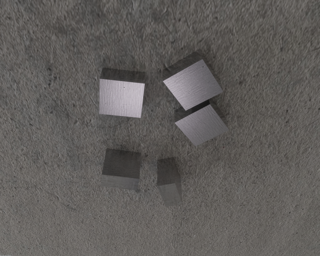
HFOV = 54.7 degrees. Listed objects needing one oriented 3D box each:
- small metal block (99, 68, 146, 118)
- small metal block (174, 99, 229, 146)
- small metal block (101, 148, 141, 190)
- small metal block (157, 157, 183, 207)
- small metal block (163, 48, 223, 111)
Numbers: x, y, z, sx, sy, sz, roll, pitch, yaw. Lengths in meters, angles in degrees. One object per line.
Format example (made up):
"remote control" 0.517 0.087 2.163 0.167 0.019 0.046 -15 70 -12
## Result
"small metal block" -0.045 -0.042 0.371 0.050 0.025 0.050 6 130 -5
"small metal block" 0.053 -0.010 0.399 0.050 0.025 0.050 -28 125 22
"small metal block" -0.055 0.058 0.440 0.050 0.050 0.025 8 130 -7
"small metal block" 0.015 0.080 0.459 0.025 0.050 0.050 -11 129 9
"small metal block" 0.038 -0.055 0.361 0.050 0.025 0.050 -27 125 21
